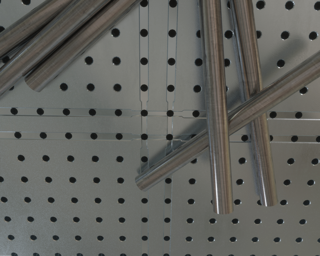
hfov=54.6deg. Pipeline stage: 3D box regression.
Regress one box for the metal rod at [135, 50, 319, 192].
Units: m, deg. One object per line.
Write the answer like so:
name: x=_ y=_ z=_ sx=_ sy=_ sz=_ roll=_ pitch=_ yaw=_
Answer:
metal rod: x=0.086 y=-0.004 z=0.391 sx=0.299 sy=0.025 sz=0.025 roll=-36 pitch=106 yaw=20

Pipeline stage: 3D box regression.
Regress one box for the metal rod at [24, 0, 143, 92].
metal rod: x=-0.044 y=-0.143 z=0.356 sx=0.300 sy=0.025 sz=0.025 roll=-37 pitch=106 yaw=14

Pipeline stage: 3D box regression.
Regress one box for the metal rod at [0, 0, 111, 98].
metal rod: x=-0.113 y=-0.115 z=0.355 sx=0.300 sy=0.025 sz=0.025 roll=-34 pitch=107 yaw=17

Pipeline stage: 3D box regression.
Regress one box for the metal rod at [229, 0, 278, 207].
metal rod: x=0.124 y=-0.029 z=0.403 sx=0.025 sy=0.025 sz=0.298 roll=-13 pitch=110 yaw=5

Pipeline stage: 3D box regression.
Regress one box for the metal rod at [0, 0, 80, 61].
metal rod: x=-0.115 y=-0.143 z=0.359 sx=0.300 sy=0.025 sz=0.025 roll=-30 pitch=108 yaw=10

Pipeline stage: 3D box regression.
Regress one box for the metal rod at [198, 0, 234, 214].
metal rod: x=0.065 y=-0.046 z=0.363 sx=0.025 sy=0.025 sz=0.298 roll=-5 pitch=98 yaw=2
